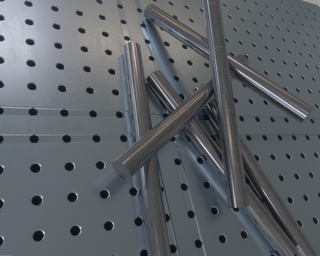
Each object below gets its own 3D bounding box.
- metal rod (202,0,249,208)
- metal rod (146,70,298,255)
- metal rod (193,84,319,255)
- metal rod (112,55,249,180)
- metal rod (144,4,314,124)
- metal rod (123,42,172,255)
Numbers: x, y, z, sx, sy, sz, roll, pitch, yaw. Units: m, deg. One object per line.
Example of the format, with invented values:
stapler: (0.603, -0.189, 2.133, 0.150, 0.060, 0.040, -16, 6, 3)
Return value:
metal rod: (0.086, -0.046, 0.420, 0.025, 0.025, 0.299, 3, 73, -27)
metal rod: (0.078, 0.043, 0.422, 0.025, 0.025, 0.300, -29, 78, -37)
metal rod: (0.134, 0.064, 0.440, 0.025, 0.025, 0.299, -20, 72, -35)
metal rod: (0.047, -0.033, 0.419, 0.025, 0.025, 0.302, 46, 51, 3)
metal rod: (0.088, -0.106, 0.462, 0.300, 0.025, 0.025, 41, 49, 22)
metal rod: (-0.020, 0.013, 0.388, 0.025, 0.025, 0.299, 5, 59, -26)
